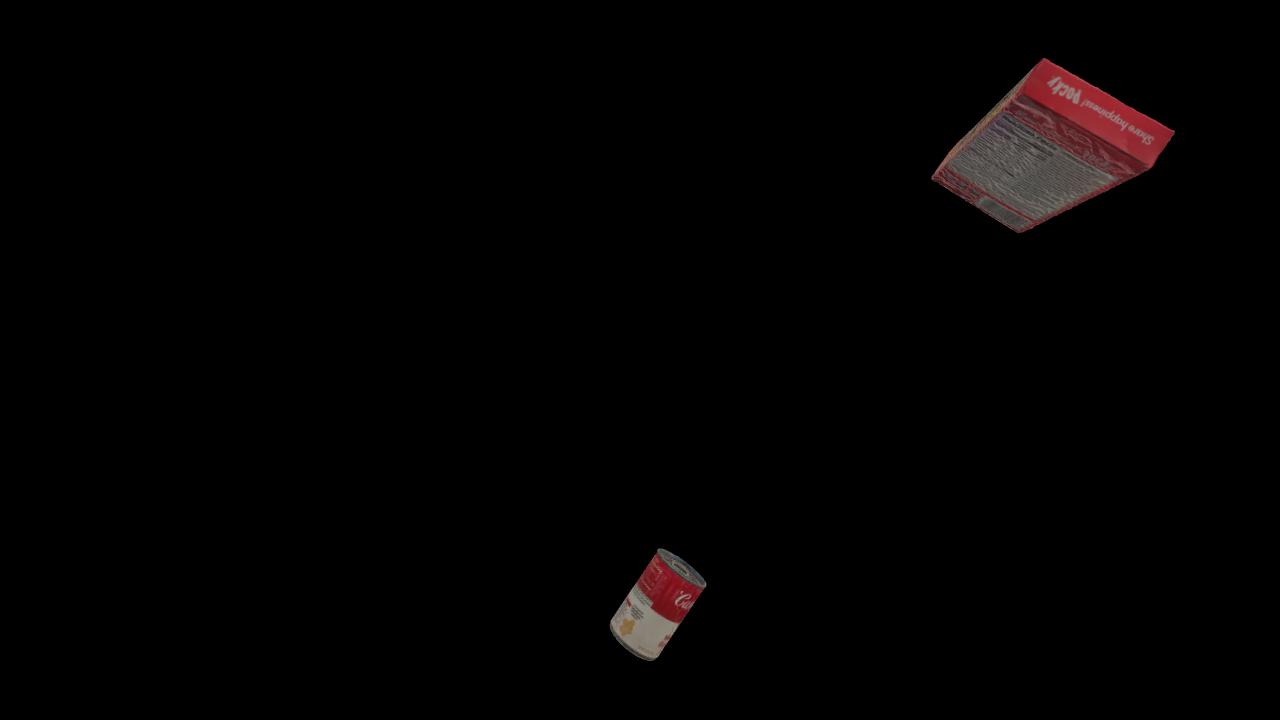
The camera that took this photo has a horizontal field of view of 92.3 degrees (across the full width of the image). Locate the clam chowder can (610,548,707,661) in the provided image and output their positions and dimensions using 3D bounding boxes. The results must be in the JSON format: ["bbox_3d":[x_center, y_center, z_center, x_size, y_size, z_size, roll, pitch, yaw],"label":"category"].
[{"bbox_3d":[0.020,0.277,0.699,0.068,0.102,0.068,35,-2,1],"label":"clam chowder can"}]

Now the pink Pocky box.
[{"bbox_3d":[0.266,-0.137,0.419,0.084,0.029,0.155,35,3,8],"label":"pink Pocky box"}]
